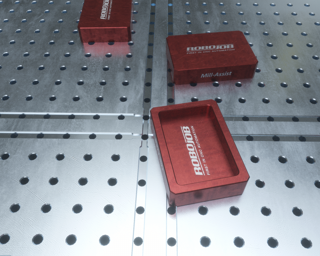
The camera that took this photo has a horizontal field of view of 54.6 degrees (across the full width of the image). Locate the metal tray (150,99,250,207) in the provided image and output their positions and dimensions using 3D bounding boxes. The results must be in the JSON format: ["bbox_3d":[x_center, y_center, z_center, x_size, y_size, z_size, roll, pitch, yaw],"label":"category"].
[{"bbox_3d":[0.043,0.025,0.383,0.091,0.030,0.130,-9,51,-7],"label":"metal tray"}]

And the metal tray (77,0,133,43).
[{"bbox_3d":[-0.098,-0.211,0.582,0.090,0.030,0.130,-1,50,-1],"label":"metal tray"}]

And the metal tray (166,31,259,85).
[{"bbox_3d":[0.080,-0.116,0.502,0.131,0.030,0.090,-6,50,-5],"label":"metal tray"}]
